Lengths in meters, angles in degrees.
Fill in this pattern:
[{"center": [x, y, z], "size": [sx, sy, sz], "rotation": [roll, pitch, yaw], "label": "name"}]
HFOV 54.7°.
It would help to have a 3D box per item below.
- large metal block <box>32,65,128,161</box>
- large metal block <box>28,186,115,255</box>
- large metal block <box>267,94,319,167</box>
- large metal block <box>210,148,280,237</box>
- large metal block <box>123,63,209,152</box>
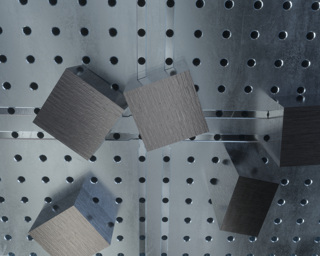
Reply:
[{"center": [-0.094, -0.020, 0.386], "size": [0.080, 0.050, 0.080], "rotation": [36, 106, -5], "label": "large metal block"}, {"center": [-0.126, 0.146, 0.452], "size": [0.080, 0.050, 0.080], "rotation": [-32, 107, 11], "label": "large metal block"}, {"center": [0.190, 0.002, 0.403], "size": [0.081, 0.050, 0.079], "rotation": [-4, 110, 1], "label": "large metal block"}, {"center": [0.109, 0.084, 0.417], "size": [0.050, 0.080, 0.079], "rotation": [12, 110, -5], "label": "large metal block"}, {"center": [0.008, -0.027, 0.390], "size": [0.080, 0.050, 0.080], "rotation": [-19, 109, 6], "label": "large metal block"}]
